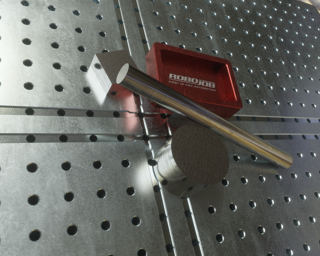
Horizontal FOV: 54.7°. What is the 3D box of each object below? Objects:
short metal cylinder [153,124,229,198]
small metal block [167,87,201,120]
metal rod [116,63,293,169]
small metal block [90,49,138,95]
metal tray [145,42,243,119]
[{"bbox_3d":[0.039,0.041,0.389,0.081,0.050,0.080,14,56,-21],"label":"short metal cylinder"},{"bbox_3d":[0.036,-0.039,0.454,0.050,0.025,0.050,5,59,-26],"label":"small metal block"},{"bbox_3d":[0.078,-0.004,0.413,0.302,0.025,0.025,25,52,-29],"label":"metal rod"},{"bbox_3d":[-0.059,-0.078,0.425,0.050,0.025,0.050,-19,72,-36],"label":"small metal block"},{"bbox_3d":[0.048,-0.066,0.440,0.131,0.030,0.090,7,59,-25],"label":"metal tray"}]
